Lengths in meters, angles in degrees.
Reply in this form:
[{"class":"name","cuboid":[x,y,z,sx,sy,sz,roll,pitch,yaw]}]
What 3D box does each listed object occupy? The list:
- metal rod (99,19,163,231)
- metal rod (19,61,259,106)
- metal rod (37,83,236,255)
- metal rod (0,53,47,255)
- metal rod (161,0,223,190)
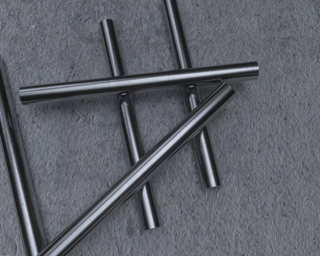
[{"class":"metal rod","cuboid":[-0.044,-0.018,0.414,0.025,0.025,0.299,-13,71,-5]},{"class":"metal rod","cuboid":[-0.024,-0.058,0.401,0.302,0.025,0.025,-7,70,-3]},{"class":"metal rod","cuboid":[-0.020,0.050,0.361,0.301,0.025,0.025,-43,76,-14]},{"class":"metal rod","cuboid":[-0.188,0.028,0.396,0.025,0.025,0.299,-20,71,-7]},{"class":"metal rod","cuboid":[0.039,-0.064,0.431,0.025,0.025,0.299,-9,70,-4]}]
